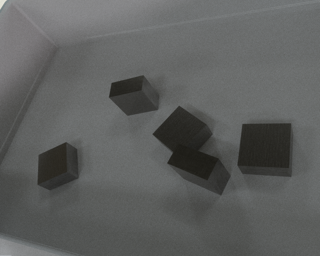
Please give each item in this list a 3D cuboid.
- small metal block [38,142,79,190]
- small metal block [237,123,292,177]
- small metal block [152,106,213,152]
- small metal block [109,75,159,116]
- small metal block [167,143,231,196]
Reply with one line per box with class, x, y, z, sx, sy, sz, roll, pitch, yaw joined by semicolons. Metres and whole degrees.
small metal block;-0.148;0.056;0.450;0.050;0.025;0.050;-24;53;13
small metal block;0.114;0.023;0.332;0.050;0.025;0.050;0;61;28
small metal block;0.028;0.008;0.386;0.050;0.025;0.050;-47;51;-5
small metal block;-0.035;-0.044;0.435;0.050;0.050;0.025;-10;58;23
small metal block;0.044;0.046;0.339;0.050;0.050;0.025;19;72;35
